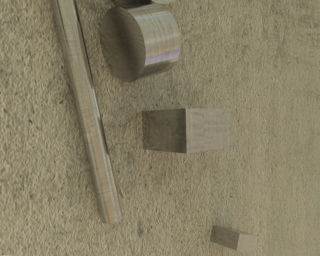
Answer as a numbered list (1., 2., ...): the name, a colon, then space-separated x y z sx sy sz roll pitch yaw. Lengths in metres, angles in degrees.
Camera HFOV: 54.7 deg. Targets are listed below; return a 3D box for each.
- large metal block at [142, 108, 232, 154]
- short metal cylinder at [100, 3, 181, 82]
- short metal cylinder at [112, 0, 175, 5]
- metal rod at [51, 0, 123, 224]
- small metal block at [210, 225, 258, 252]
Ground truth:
1. large metal block: 0.034 0.001 0.397 0.081 0.080 0.050 -3 92 -40
2. short metal cylinder: -0.023 -0.096 0.349 0.050 0.080 0.080 -24 105 -37
3. short metal cylinder: -0.020 -0.181 0.370 0.081 0.050 0.080 1 89 -40
4. metal rod: -0.082 -0.040 0.335 0.025 0.025 0.298 -18 102 -39
5. small metal block: 0.116 0.173 0.486 0.050 0.050 0.025 22 76 -38
